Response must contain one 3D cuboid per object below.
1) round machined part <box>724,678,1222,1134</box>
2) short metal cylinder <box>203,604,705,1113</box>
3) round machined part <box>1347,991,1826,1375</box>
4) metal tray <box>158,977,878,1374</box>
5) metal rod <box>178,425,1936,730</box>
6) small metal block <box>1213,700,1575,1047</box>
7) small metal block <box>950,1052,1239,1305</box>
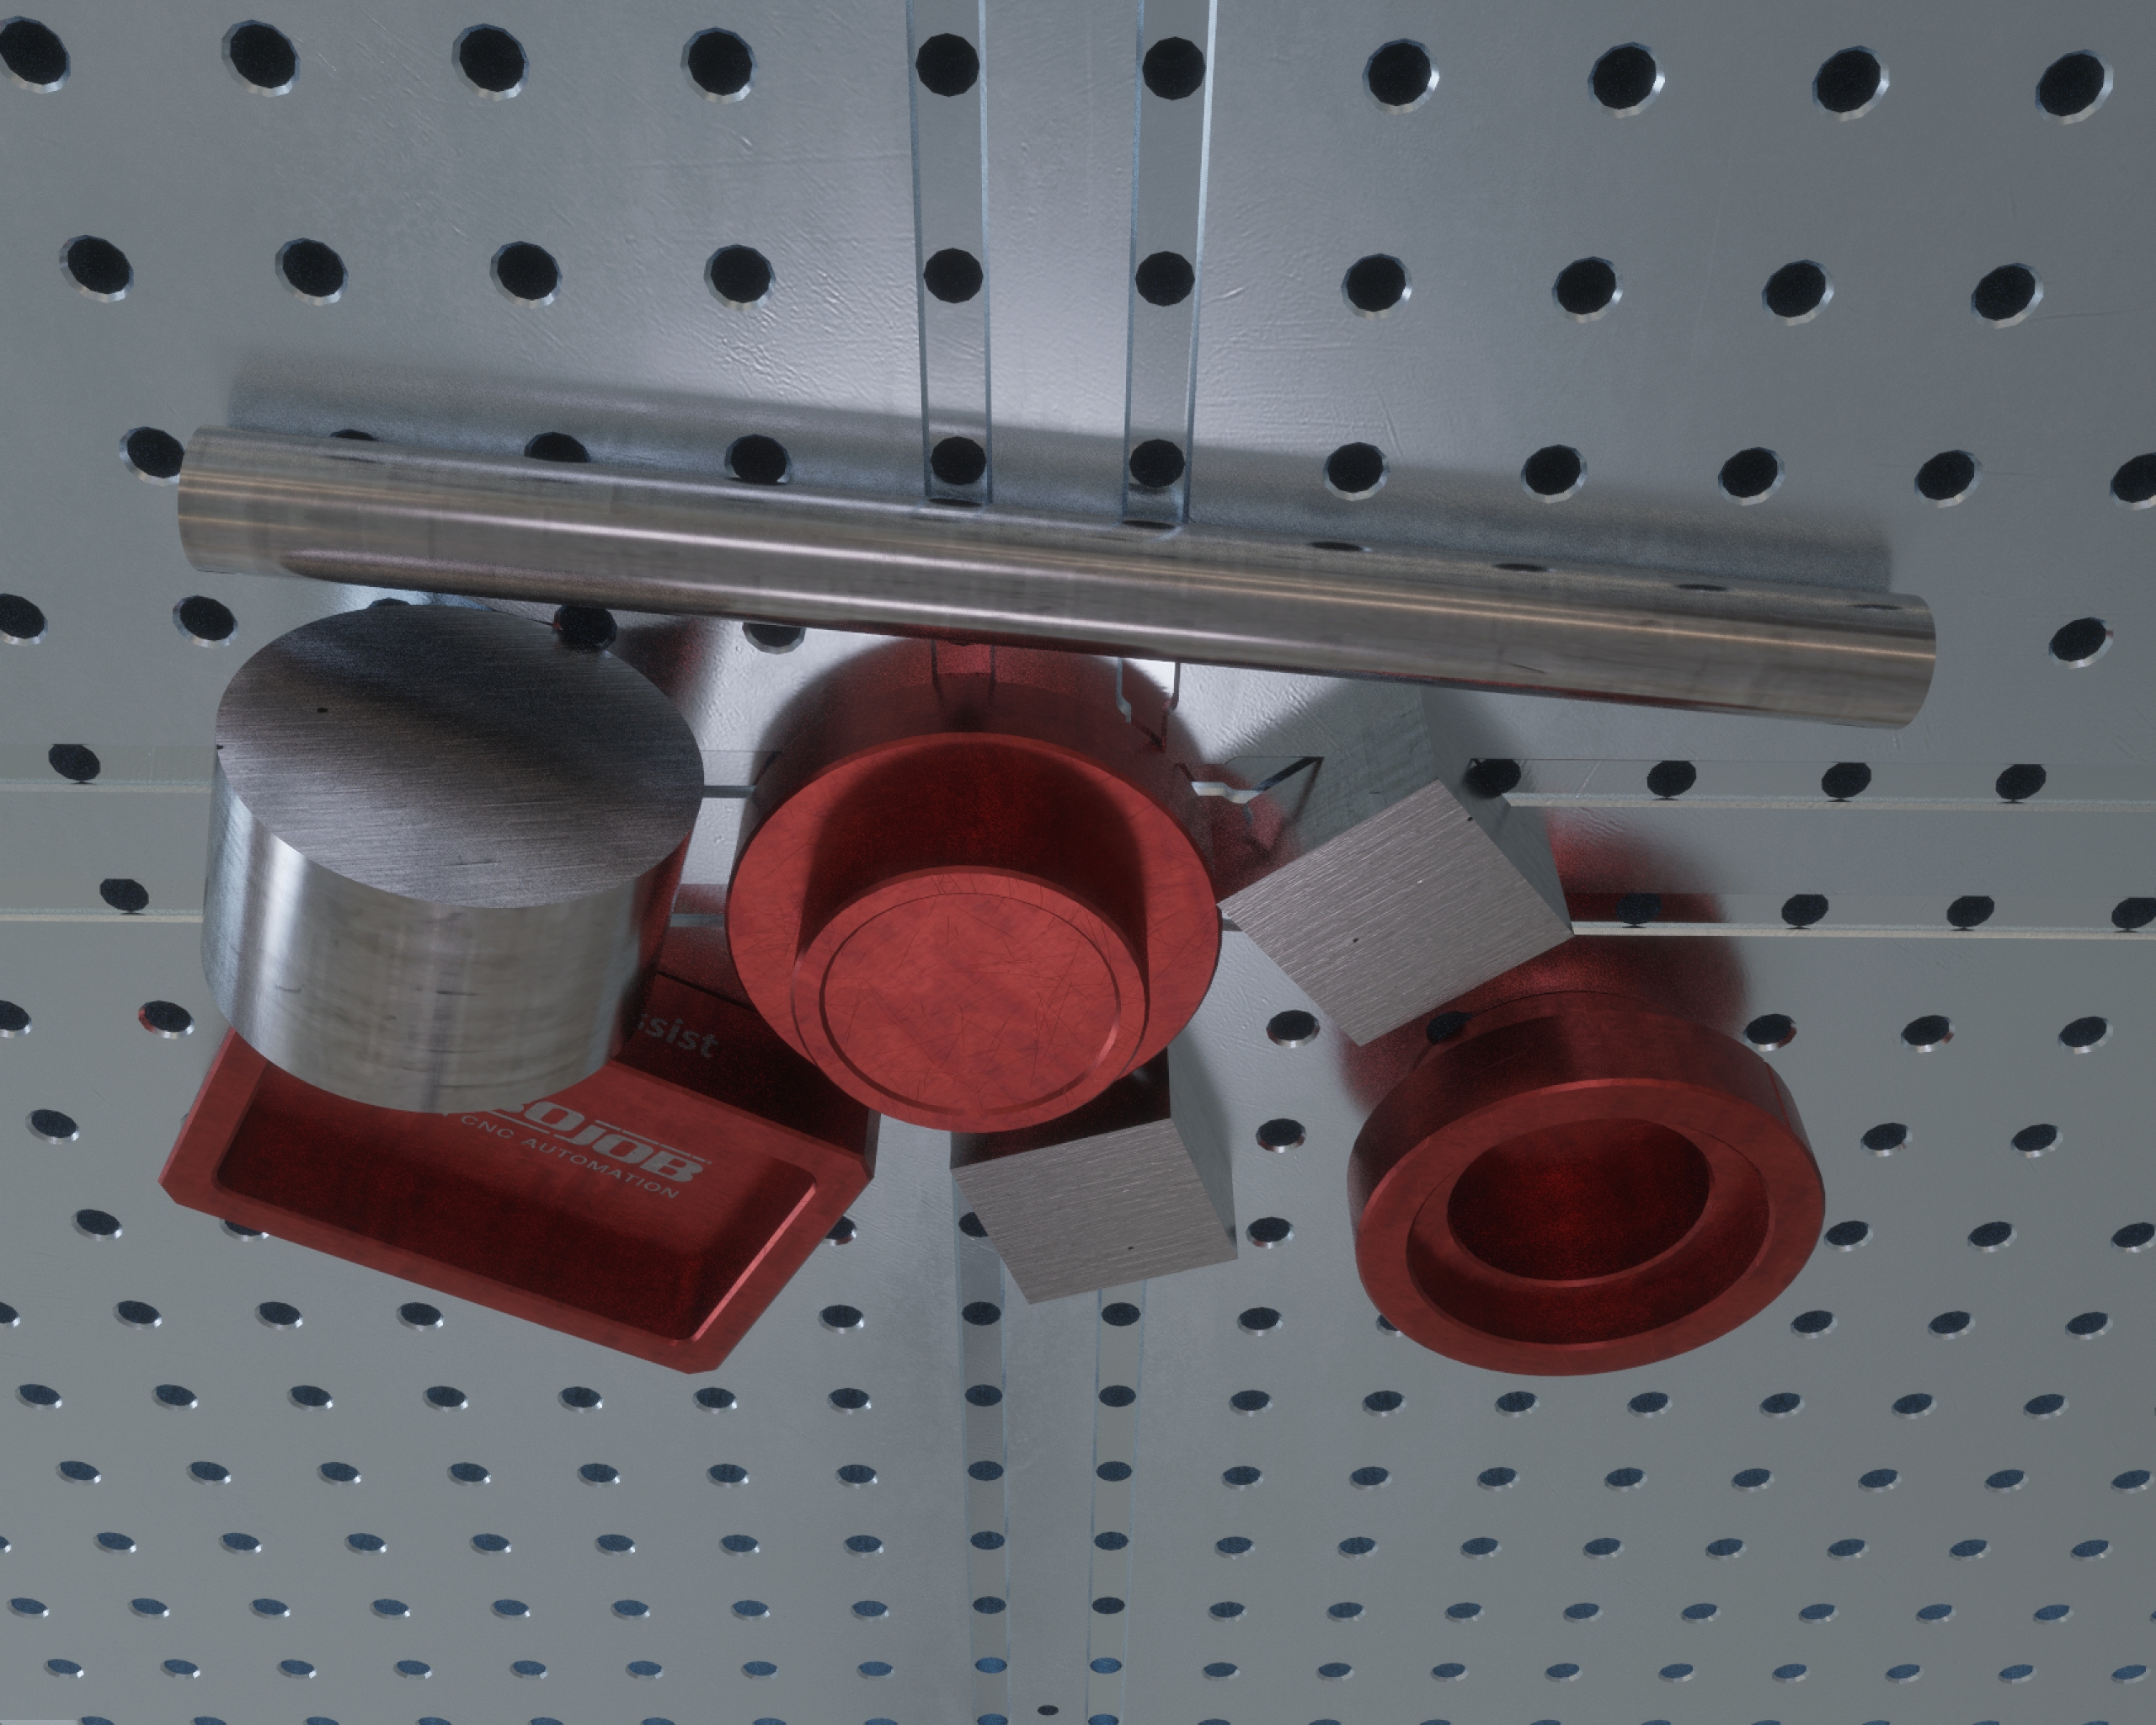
[{"bbox_3d":[-0.021,0.015,0.413,0.099,0.042,0.097,0,128,0],"label":"round machined part"},{"bbox_3d":[-0.112,-0.002,0.372,0.081,0.080,0.050,14,129,-12],"label":"short metal cylinder"},{"bbox_3d":[0.108,0.066,0.458,0.099,0.042,0.097,0,130,0],"label":"round machined part"},{"bbox_3d":[-0.120,0.059,0.457,0.131,0.030,0.089,24,126,-19],"label":"metal tray"},{"bbox_3d":[0.001,-0.049,0.369,0.302,0.025,0.025,5,130,-5],"label":"metal rod"},{"bbox_3d":[0.062,0.003,0.415,0.050,0.025,0.050,-31,124,23],"label":"small metal block"},{"bbox_3d":[0.004,0.070,0.471,0.050,0.025,0.050,-15,129,12],"label":"small metal block"}]
